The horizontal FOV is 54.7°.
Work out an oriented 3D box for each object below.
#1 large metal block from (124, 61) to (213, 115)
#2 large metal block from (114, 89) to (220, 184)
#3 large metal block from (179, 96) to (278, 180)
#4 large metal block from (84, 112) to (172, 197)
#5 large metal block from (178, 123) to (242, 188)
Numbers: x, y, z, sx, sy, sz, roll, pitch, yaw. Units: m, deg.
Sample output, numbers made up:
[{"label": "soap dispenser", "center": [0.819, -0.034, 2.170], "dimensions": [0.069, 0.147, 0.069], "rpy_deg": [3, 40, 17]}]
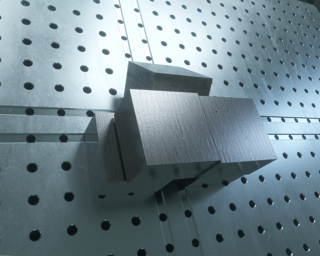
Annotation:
[{"label": "large metal block", "center": [0.008, -0.052, 0.403], "dimensions": [0.081, 0.050, 0.080], "rpy_deg": [0, 20, -29]}, {"label": "large metal block", "center": [0.005, 0.009, 0.323], "dimensions": [0.081, 0.050, 0.080], "rpy_deg": [0, 62, -29]}, {"label": "large metal block", "center": [0.077, 0.011, 0.362], "dimensions": [0.081, 0.050, 0.080], "rpy_deg": [0, 62, -29]}, {"label": "large metal block", "center": [-0.037, 0.030, 0.356], "dimensions": [0.081, 0.050, 0.080], "rpy_deg": [1, 61, -28]}, {"label": "large metal block", "center": [0.067, 0.029, 0.411], "dimensions": [0.081, 0.050, 0.080], "rpy_deg": [-1, 62, -29]}]
